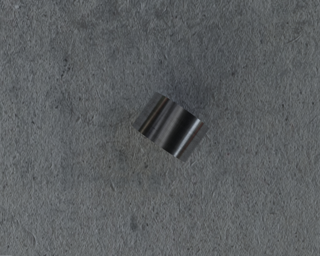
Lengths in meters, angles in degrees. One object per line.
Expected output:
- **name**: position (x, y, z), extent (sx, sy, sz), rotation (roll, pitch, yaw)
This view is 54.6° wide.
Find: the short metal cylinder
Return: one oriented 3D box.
- **short metal cylinder**: position (0.013, -0.001, 0.383), extent (0.080, 0.080, 0.050), rotation (35, 90, 0)
